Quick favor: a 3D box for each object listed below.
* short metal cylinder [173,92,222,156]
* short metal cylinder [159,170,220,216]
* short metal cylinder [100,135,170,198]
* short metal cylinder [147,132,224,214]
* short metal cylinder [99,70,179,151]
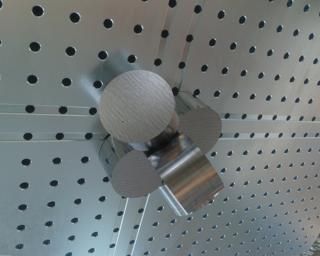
[{"bbox_3d":[0.034,-0.002,0.413,0.081,0.050,0.079,-14,125,-21],"label":"short metal cylinder"},{"bbox_3d":[0.041,0.079,0.439,0.080,0.080,0.050,-35,94,-5],"label":"short metal cylinder"},{"bbox_3d":[-0.032,0.044,0.405,0.081,0.050,0.079,-14,125,-21],"label":"short metal cylinder"},{"bbox_3d":[0.029,0.052,0.358,0.050,0.080,0.080,-36,129,-5],"label":"short metal cylinder"},{"bbox_3d":[-0.021,-0.018,0.345,0.080,0.080,0.050,-40,164,-2],"label":"short metal cylinder"}]
